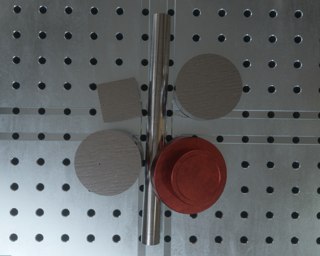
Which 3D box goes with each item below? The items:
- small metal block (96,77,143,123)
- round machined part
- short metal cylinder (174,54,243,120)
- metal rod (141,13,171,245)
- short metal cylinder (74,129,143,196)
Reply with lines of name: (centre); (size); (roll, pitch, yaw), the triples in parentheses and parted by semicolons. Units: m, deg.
small metal block: (-0.052, -0.036, 0.409); (0.050, 0.025, 0.050); (-11, 90, 0)
round machined part: (0.041, 0.060, 0.389); (0.099, 0.042, 0.097); (0, 90, -16)
short metal cylinder: (0.059, -0.050, 0.397); (0.081, 0.050, 0.079); (0, 90, 0)
metal rod: (-0.005, 0.002, 0.409); (0.025, 0.025, 0.298); (3, 90, 0)
short metal cylinder: (-0.062, 0.042, 0.396); (0.081, 0.050, 0.079); (0, 90, 0)
